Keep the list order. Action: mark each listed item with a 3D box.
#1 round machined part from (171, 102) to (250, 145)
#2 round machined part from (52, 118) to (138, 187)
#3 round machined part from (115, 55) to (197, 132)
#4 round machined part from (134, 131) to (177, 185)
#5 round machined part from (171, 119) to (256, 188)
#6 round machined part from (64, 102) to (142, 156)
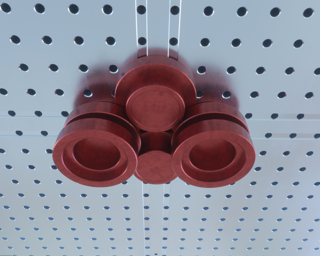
[{"bbox_3d":[0.063,0.005,0.404,0.099,0.042,0.097,0,130,0],"label":"round machined part"},{"bbox_3d":[-0.076,0.025,0.378,0.099,0.042,0.097,0,130,0],"label":"round machined part"},{"bbox_3d":[-0.005,-0.033,0.371,0.099,0.042,0.097,0,130,0],"label":"round machined part"},{"bbox_3d":[-0.005,0.042,0.435,0.099,0.042,0.097,0,130,0],"label":"round machined part"},{"bbox_3d":[0.063,0.027,0.381,0.099,0.042,0.097,0,130,0],"label":"round machined part"},{"bbox_3d":[-0.073,0.005,0.403,0.099,0.042,0.097,0,130,0],"label":"round machined part"}]
